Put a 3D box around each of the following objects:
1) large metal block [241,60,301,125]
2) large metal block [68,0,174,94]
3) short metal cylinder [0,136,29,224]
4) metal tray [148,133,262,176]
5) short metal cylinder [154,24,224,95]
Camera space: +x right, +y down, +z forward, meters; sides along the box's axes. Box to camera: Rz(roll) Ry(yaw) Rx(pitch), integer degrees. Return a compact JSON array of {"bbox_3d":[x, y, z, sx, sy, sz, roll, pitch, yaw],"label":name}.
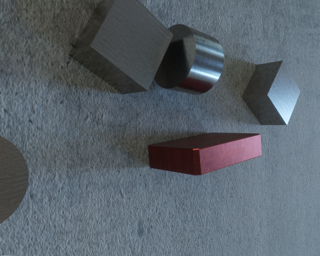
[{"bbox_3d":[0.201,-0.061,0.556,0.080,0.050,0.080,45,63,-31],"label":"large metal block"},{"bbox_3d":[-0.042,-0.095,0.353,0.080,0.050,0.080,36,68,-34],"label":"large metal block"},{"bbox_3d":[-0.158,0.042,0.256,0.081,0.050,0.080,0,90,-40],"label":"short metal cylinder"},{"bbox_3d":[0.061,0.030,0.413,0.131,0.090,0.030,-9,96,-40],"label":"metal tray"},{"bbox_3d":[0.034,-0.086,0.397,0.050,0.080,0.080,7,86,-40],"label":"short metal cylinder"}]
